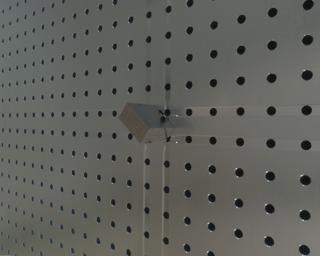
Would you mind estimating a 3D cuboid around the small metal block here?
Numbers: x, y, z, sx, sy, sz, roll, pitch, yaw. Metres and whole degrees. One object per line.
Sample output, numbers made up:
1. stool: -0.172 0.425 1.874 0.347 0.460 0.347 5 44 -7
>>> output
1. small metal block: -0.017 -0.007 0.405 0.050 0.050 0.025 47 118 29
